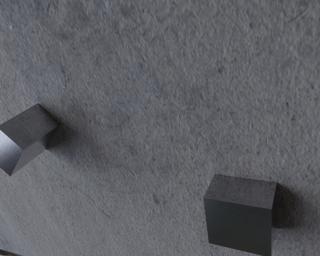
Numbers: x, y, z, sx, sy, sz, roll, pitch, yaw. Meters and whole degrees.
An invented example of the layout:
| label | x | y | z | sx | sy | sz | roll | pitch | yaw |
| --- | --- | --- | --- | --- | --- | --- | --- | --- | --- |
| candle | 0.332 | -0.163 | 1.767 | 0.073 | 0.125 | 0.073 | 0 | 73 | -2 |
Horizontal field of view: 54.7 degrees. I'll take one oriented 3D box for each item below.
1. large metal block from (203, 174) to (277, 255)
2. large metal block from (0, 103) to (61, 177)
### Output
| label | x | y | z | sx | sy | sz | roll | pitch | yaw |
| --- | --- | --- | --- | --- | --- | --- | --- | --- | --- |
| large metal block | 0.106 | 0.112 | 0.403 | 0.080 | 0.050 | 0.079 | 4 | 120 | 26 |
| large metal block | -0.217 | 0.018 | 0.494 | 0.050 | 0.080 | 0.080 | 42 | 129 | -1 |
